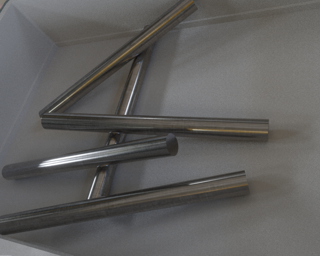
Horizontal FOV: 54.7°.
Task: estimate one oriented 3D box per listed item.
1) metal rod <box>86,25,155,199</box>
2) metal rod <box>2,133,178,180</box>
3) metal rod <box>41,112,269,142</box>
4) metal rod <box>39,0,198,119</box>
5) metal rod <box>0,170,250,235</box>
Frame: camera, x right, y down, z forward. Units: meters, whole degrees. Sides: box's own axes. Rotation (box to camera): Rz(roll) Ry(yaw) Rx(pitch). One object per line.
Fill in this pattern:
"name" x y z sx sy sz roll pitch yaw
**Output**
"metal rod" -0.049 -0.030 0.449 0.025 0.025 0.300 0 62 28
"metal rod" -0.112 0.044 0.411 0.300 0.025 0.025 -12 57 31
"metal rod" -0.021 -0.004 0.394 0.301 0.025 0.025 3 63 20
"metal rod" -0.073 -0.099 0.478 0.300 0.025 0.025 -34 51 16
"metal rod" -0.052 0.089 0.356 0.301 0.025 0.025 -13 56 12
